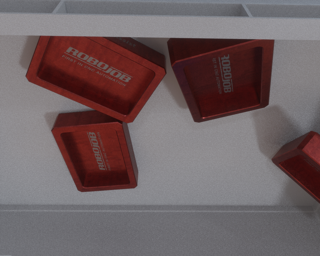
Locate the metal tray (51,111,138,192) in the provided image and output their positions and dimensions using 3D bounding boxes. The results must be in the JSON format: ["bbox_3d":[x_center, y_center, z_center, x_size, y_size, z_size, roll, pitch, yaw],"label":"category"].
[{"bbox_3d":[-0.085,0.036,0.434,0.091,0.030,0.129,-5,130,3],"label":"metal tray"}]

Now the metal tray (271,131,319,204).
[{"bbox_3d":[0.216,0.067,0.392,0.130,0.030,0.090,43,167,10],"label":"metal tray"}]

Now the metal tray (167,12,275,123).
[{"bbox_3d":[0.068,-0.054,0.327,0.090,0.030,0.130,-13,153,11],"label":"metal tray"}]

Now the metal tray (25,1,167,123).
[{"bbox_3d":[-0.070,-0.067,0.347,0.131,0.030,0.089,24,126,-20],"label":"metal tray"}]
